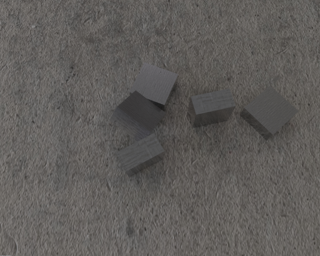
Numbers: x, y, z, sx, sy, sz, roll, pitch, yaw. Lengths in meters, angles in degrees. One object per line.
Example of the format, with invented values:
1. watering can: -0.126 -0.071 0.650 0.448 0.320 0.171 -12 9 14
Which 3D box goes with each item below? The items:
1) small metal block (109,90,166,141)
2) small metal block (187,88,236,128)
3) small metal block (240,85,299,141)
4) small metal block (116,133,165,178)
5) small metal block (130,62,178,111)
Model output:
1. small metal block: -0.027 -0.015 0.395 0.050 0.025 0.050 37 38 0
2. small metal block: 0.065 -0.024 0.404 0.050 0.050 0.025 -12 71 -5
3. small metal block: 0.146 -0.020 0.416 0.050 0.025 0.050 -39 75 -13
4. small metal block: -0.023 0.035 0.381 0.050 0.050 0.025 -27 76 -9
5. small metal block: -0.008 -0.056 0.428 0.050 0.025 0.050 21 71 7
